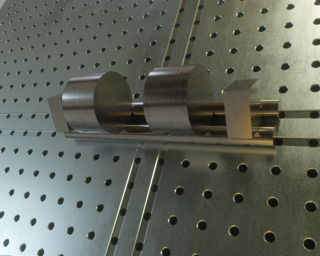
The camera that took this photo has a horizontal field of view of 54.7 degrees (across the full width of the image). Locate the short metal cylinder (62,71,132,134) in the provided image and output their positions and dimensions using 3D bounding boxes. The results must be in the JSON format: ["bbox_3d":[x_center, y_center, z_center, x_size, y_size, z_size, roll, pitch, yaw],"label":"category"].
[{"bbox_3d":[-0.080,-0.032,0.407,0.050,0.080,0.080,1,62,29],"label":"short metal cylinder"}]

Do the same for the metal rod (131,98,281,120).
[{"bbox_3d":[0.003,-0.024,0.421,0.300,0.025,0.025,1,62,28],"label":"metal rod"}]

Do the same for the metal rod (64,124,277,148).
[{"bbox_3d":[-0.007,0.007,0.408,0.300,0.025,0.025,1,62,28],"label":"metal rod"}]

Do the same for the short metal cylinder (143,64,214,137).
[{"bbox_3d":[0.023,-0.030,0.351,0.050,0.080,0.080,1,62,29],"label":"short metal cylinder"}]

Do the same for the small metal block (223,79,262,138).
[{"bbox_3d":[0.089,-0.022,0.329,0.025,0.050,0.050,0,21,29],"label":"small metal block"}]

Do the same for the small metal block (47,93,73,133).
[{"bbox_3d":[-0.129,-0.026,0.447,0.025,0.050,0.050,1,20,29],"label":"small metal block"}]
